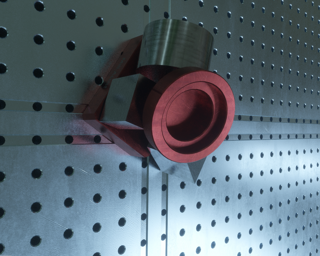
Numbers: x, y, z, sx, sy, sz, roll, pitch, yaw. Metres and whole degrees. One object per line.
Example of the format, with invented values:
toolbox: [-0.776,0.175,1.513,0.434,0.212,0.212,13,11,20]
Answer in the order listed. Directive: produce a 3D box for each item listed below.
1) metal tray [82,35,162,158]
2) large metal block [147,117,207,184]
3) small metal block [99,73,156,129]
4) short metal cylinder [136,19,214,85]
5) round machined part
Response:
metal tray: [-0.024,-0.040,0.388,0.090,0.030,0.130,42,64,-32]
large metal block: [0.033,0.015,0.399,0.080,0.050,0.080,-63,156,-21]
small metal block: [-0.033,-0.026,0.325,0.025,0.050,0.050,25,74,-38]
short metal cylinder: [0.017,-0.080,0.350,0.081,0.080,0.050,17,79,-39]
round machined part: [0.026,-0.016,0.325,0.099,0.042,0.097,-11,115,-24]
